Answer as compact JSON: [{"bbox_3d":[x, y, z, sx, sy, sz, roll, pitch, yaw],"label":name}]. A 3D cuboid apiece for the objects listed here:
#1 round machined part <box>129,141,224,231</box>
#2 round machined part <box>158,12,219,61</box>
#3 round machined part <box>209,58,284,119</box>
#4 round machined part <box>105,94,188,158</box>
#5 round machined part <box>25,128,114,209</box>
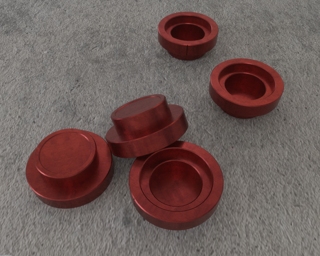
[{"bbox_3d":[0.017,0.065,0.338,0.099,0.042,0.098,0,50,0],"label":"round machined part"},{"bbox_3d":[0.046,-0.150,0.518,0.099,0.042,0.098,0,50,0],"label":"round machined part"},{"bbox_3d":[0.118,-0.051,0.436,0.099,0.042,0.098,0,50,0],"label":"round machined part"},{"bbox_3d":[-0.019,-0.008,0.369,0.098,0.042,0.098,-17,20,7],"label":"round machined part"},{"bbox_3d":[-0.105,0.039,0.359,0.099,0.042,0.098,0,50,0],"label":"round machined part"}]
